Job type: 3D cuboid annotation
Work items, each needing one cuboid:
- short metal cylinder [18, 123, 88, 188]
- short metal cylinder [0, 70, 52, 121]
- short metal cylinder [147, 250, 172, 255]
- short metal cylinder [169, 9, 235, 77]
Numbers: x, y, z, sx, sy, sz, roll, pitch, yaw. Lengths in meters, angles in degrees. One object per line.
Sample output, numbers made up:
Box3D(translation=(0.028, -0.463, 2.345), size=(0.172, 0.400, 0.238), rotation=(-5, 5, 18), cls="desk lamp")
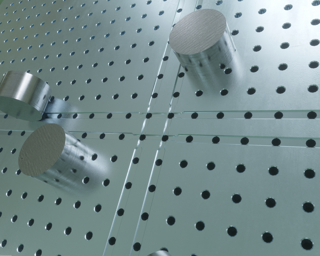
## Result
Box3D(translation=(-0.153, 0.040, 0.446), size=(0.080, 0.050, 0.080), rotation=(-13, 56, 20), cls="short metal cylinder")
Box3D(translation=(-0.232, -0.053, 0.524), size=(0.080, 0.080, 0.050), rotation=(-3, 61, 26), cls="short metal cylinder")
Box3D(translation=(-0.003, 0.159, 0.276), size=(0.050, 0.080, 0.080), rotation=(34, 81, 38), cls="short metal cylinder")
Box3D(translation=(0.059, -0.118, 0.433), size=(0.080, 0.050, 0.080), rotation=(-13, 56, 21), cls="short metal cylinder")
